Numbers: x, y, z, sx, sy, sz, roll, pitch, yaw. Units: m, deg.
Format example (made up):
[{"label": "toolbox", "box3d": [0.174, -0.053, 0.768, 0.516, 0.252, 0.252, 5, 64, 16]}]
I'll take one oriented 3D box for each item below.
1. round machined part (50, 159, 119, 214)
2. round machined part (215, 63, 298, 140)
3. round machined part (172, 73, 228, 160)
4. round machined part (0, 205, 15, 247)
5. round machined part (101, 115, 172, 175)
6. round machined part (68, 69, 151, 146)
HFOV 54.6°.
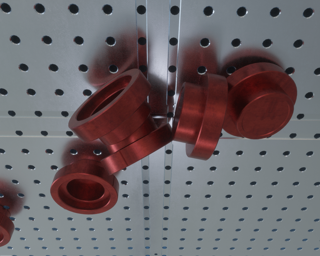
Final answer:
[{"label": "round machined part", "box3d": [-0.111, 0.086, 0.472, 0.099, 0.042, 0.097, 0, 130, 0]}, {"label": "round machined part", "box3d": [0.117, -0.025, 0.369, 0.099, 0.042, 0.097, -7, 131, -8]}, {"label": "round machined part", "box3d": [0.040, -0.015, 0.352, 0.042, 0.098, 0.097, 12, 129, -3]}, {"label": "round machined part", "box3d": [-0.303, 0.164, 0.537, 0.099, 0.042, 0.097, 0, 130, 0]}, {"label": "round machined part", "box3d": [-0.032, 0.017, 0.390, 0.098, 0.098, 0.042, -29, 89, 22]}, {"label": "round machined part", "box3d": [-0.049, -0.019, 0.344, 0.098, 0.098, 0.042, -28, 116, 22]}]
